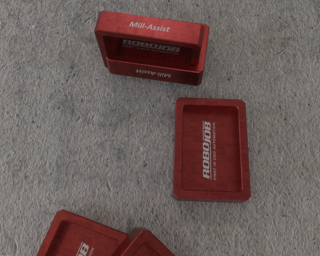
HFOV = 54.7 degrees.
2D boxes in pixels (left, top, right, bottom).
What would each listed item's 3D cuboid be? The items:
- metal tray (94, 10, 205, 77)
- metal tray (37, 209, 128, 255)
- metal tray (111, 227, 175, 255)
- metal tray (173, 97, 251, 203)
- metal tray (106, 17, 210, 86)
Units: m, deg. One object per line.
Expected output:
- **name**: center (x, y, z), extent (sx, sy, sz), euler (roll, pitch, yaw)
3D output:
- **metal tray**: center (-0.013, -0.105, 0.411), extent (0.131, 0.090, 0.030), euler (9, 70, 3)
- **metal tray**: center (-0.096, 0.168, 0.343), extent (0.090, 0.030, 0.130), euler (19, 71, 6)
- **metal tray**: center (-0.031, 0.181, 0.314), extent (0.090, 0.030, 0.130), euler (46, 67, -6)
- **metal tray**: center (0.063, 0.027, 0.395), extent (0.091, 0.030, 0.130), euler (2, 70, 0)
- **metal tray**: center (-0.001, -0.112, 0.437), extent (0.131, 0.030, 0.090), euler (9, 61, 4)
